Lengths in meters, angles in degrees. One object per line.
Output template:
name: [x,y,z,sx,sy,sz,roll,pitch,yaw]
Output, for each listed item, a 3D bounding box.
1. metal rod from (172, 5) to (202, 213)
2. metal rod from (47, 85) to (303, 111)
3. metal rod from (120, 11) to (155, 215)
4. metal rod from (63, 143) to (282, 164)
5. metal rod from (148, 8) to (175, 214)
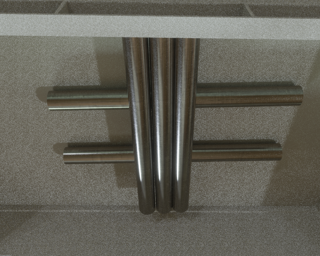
metal rod: [0.029,0.006,0.378,0.025,0.025,0.298,-1,130,0]
metal rod: [0.018,-0.036,0.377,0.302,0.025,0.025,-1,130,0]
metal rod: [-0.022,0.010,0.381,0.025,0.025,0.298,-1,130,0]
metal rod: [0.018,0.036,0.439,0.302,0.025,0.025,-1,130,0]
metal rod: [0.004,0.008,0.380,0.025,0.025,0.298,-1,130,0]
